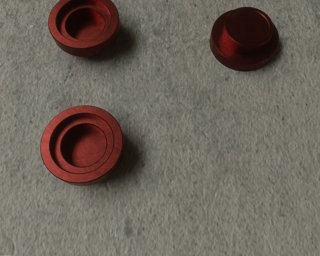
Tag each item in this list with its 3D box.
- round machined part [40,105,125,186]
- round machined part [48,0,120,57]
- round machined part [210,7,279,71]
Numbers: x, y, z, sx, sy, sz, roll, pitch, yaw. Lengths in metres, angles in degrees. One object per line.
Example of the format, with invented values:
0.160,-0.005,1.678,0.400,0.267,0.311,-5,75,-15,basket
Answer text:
-0.093,0.024,0.389,0.099,0.042,0.098,0,70,-1,round machined part
-0.107,-0.145,0.451,0.099,0.042,0.098,0,70,-1,round machined part
0.124,-0.135,0.450,0.099,0.042,0.098,0,70,-1,round machined part
